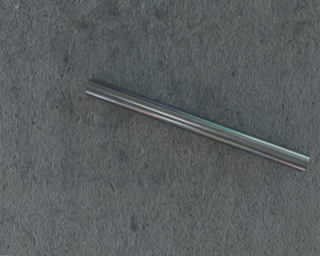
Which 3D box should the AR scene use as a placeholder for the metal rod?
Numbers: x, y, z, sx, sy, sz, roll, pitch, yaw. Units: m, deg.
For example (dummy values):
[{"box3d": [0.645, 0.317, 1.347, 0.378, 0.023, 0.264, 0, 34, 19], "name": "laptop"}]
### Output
[{"box3d": [0.049, -0.004, 0.410, 0.301, 0.025, 0.025, 20, 90, 0], "name": "metal rod"}]
